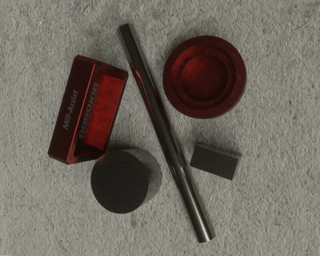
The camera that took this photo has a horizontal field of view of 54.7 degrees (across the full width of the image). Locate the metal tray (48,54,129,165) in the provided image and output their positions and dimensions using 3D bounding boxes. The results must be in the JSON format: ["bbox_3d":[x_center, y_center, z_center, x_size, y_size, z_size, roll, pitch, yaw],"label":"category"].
[{"bbox_3d":[-0.090,-0.022,0.406,0.030,0.090,0.129,20,96,19],"label":"metal tray"}]

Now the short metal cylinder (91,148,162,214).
[{"bbox_3d":[-0.043,0.067,0.411,0.080,0.050,0.079,0,90,19],"label":"short metal cylinder"}]

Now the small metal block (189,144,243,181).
[{"bbox_3d":[0.068,0.039,0.369,0.050,0.050,0.025,18,96,19],"label":"small metal block"}]

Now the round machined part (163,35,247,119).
[{"bbox_3d":[0.056,-0.060,0.381,0.098,0.042,0.097,0,90,19],"label":"round machined part"}]

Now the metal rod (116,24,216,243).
[{"bbox_3d":[0.005,0.001,0.408,0.025,0.025,0.299,-23,82,18],"label":"metal rod"}]
